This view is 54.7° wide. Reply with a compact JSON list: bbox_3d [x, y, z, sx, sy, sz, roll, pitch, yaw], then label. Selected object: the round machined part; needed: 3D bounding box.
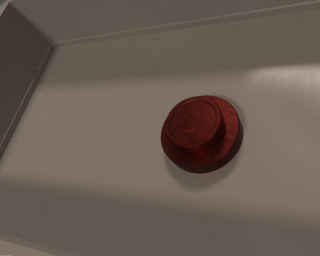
[{"bbox_3d":[0.045,0.001,0.369,0.098,0.042,0.098,-13,56,20],"label":"round machined part"}]
